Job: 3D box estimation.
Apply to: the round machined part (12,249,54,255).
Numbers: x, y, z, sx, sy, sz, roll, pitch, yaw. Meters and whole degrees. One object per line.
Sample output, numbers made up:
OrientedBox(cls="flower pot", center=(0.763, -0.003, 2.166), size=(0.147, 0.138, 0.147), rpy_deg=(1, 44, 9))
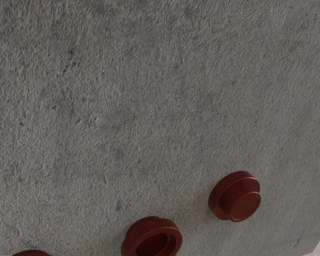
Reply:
OrientedBox(cls="round machined part", center=(-0.182, 0.207, 0.424), size=(0.099, 0.042, 0.097), rpy_deg=(-14, 124, -21))

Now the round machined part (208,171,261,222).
OrientedBox(cls="round machined part", center=(0.139, 0.128, 0.551), size=(0.099, 0.042, 0.097), rpy_deg=(-14, 124, -21))

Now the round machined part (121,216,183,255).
OrientedBox(cls="round machined part", center=(-0.017, 0.182, 0.499), size=(0.099, 0.042, 0.097), rpy_deg=(-14, 124, -21))
